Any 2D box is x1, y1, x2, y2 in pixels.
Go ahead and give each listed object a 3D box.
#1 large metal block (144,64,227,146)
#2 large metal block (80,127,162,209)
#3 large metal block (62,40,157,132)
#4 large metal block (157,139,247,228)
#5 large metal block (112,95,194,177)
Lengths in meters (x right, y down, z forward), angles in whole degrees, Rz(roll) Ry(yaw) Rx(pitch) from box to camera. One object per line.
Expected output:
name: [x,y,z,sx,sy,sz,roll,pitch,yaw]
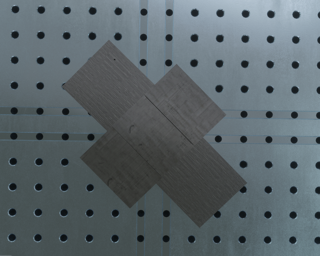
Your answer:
large metal block: [0.028,-0.026,0.387,0.050,0.080,0.080,-44,91,0]
large metal block: [-0.044,0.044,0.386,0.050,0.080,0.080,-44,91,0]
large metal block: [-0.061,-0.050,0.397,0.080,0.050,0.080,45,91,-1]
large metal block: [0.050,0.065,0.402,0.080,0.050,0.080,-44,91,1]
large metal block: [-0.008,0.009,0.386,0.050,0.080,0.080,-44,91,0]
